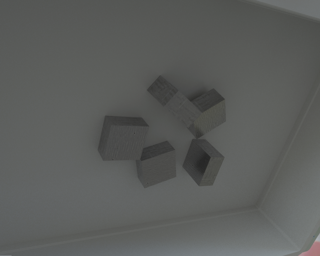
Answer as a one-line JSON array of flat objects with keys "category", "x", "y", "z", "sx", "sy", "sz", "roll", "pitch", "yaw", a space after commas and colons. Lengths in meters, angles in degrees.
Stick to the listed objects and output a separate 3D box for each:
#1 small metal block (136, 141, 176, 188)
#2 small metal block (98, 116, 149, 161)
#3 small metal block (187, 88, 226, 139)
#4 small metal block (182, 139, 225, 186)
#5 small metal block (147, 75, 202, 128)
[{"category": "small metal block", "x": -0.006, "y": 0.052, "z": 0.439, "sx": 0.050, "sy": 0.025, "sz": 0.050, "roll": -17, "pitch": 125, "yaw": -19}, {"category": "small metal block", "x": -0.047, "y": 0.013, "z": 0.393, "sx": 0.050, "sy": 0.025, "sz": 0.050, "roll": 2, "pitch": 118, "yaw": -30}, {"category": "small metal block", "x": 0.062, "y": -0.019, "z": 0.425, "sx": 0.050, "sy": 0.025, "sz": 0.050, "roll": -31, "pitch": 145, "yaw": -9}, {"category": "small metal block", "x": 0.063, "y": 0.051, "z": 0.461, "sx": 0.025, "sy": 0.050, "sz": 0.050, "roll": 3, "pitch": 117, "yaw": -30}, {"category": "small metal block", "x": 0.018, "y": -0.033, "z": 0.383, "sx": 0.025, "sy": 0.050, "sz": 0.050, "roll": -48, "pitch": 129, "yaw": 5}]
